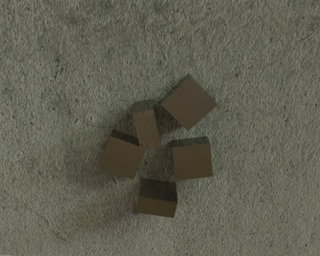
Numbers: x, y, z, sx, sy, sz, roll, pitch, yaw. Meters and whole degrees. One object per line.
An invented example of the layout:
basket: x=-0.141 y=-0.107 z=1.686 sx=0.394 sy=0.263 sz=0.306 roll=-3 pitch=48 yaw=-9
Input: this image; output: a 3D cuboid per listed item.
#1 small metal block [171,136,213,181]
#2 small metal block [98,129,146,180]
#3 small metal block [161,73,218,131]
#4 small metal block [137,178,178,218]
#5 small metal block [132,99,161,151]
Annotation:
small metal block: x=0.044 y=0.042 z=0.425 sx=0.050 sy=0.025 sz=0.050 roll=-7 pitch=110 yaw=2
small metal block: x=-0.050 y=0.036 z=0.423 sx=0.050 sy=0.025 sz=0.050 roll=21 pitch=109 yaw=-8
small metal block: x=0.037 y=-0.033 z=0.398 sx=0.050 sy=0.025 sz=0.050 roll=-43 pitch=105 yaw=14
small metal block: x=-0.004 y=0.096 z=0.432 sx=0.050 sy=0.050 sz=0.025 roll=10 pitch=110 yaw=-4
small metal block: x=-0.016 y=-0.005 z=0.394 sx=0.025 sy=0.050 sz=0.050 roll=-10 pitch=110 yaw=3
